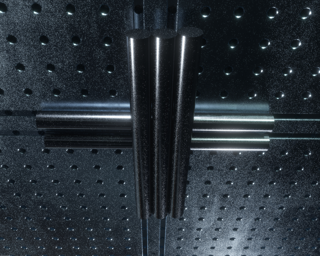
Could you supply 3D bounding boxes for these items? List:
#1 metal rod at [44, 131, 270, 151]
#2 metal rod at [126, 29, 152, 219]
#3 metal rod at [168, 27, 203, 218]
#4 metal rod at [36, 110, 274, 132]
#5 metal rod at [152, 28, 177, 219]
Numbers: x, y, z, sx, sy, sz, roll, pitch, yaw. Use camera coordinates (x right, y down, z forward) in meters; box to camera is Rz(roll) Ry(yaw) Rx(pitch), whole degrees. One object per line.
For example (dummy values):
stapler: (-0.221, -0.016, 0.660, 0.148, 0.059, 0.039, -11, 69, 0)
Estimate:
metal rod: (-0.003, 0.018, 0.427, 0.302, 0.025, 0.025, 1, 130, -1)
metal rod: (-0.023, 0.022, 0.397, 0.025, 0.025, 0.298, 0, 130, -1)
metal rod: (0.027, 0.020, 0.397, 0.025, 0.025, 0.298, 0, 130, -1)
metal rod: (-0.005, -0.009, 0.404, 0.302, 0.025, 0.025, 1, 130, -1)
metal rod: (0.002, 0.021, 0.397, 0.025, 0.025, 0.298, 0, 130, -1)
